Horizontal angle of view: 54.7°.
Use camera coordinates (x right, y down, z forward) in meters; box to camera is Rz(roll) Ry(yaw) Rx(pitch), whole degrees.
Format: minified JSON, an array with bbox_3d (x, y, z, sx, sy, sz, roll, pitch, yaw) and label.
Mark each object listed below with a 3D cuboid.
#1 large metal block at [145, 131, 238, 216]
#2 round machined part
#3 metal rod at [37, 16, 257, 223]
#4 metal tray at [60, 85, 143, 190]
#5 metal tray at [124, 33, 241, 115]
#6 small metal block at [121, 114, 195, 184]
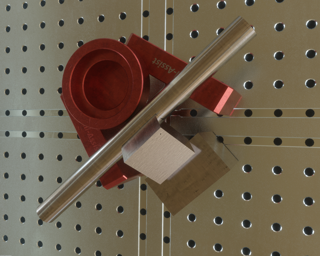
[{"bbox_3d":[0.041,0.050,0.365,0.080,0.080,0.050,-43,77,15],"label":"large metal block"},{"bbox_3d":[-0.056,-0.047,0.349,0.098,0.042,0.097,0,90,19],"label":"round machined part"},{"bbox_3d":[-0.026,0.003,0.325,0.299,0.025,0.025,-42,77,14],"label":"metal rod"},{"bbox_3d":[-0.065,0.008,0.399,0.030,0.090,0.130,-31,80,17],"label":"metal tray"},{"bbox_3d":[0.028,-0.061,0.367,0.130,0.090,0.030,33,102,16],"label":"metal tray"},{"bbox_3d":[-0.002,0.022,0.312,0.050,0.050,0.025,-44,32,14],"label":"small metal block"}]
